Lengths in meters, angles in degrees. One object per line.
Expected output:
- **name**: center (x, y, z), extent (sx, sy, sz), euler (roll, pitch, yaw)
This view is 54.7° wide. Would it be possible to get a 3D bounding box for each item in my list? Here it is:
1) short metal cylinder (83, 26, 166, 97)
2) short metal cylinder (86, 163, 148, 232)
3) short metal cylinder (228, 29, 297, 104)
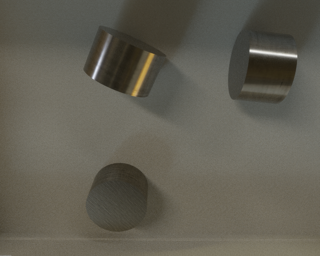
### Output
- **short metal cylinder**: center (-0.040, -0.076, 0.354), extent (0.080, 0.080, 0.050), euler (23, 108, -9)
- **short metal cylinder**: center (-0.058, 0.096, 0.433), extent (0.081, 0.050, 0.079), euler (0, 110, -1)
- **short metal cylinder**: center (0.115, -0.070, 0.358), extent (0.050, 0.080, 0.079), euler (5, 110, -2)
